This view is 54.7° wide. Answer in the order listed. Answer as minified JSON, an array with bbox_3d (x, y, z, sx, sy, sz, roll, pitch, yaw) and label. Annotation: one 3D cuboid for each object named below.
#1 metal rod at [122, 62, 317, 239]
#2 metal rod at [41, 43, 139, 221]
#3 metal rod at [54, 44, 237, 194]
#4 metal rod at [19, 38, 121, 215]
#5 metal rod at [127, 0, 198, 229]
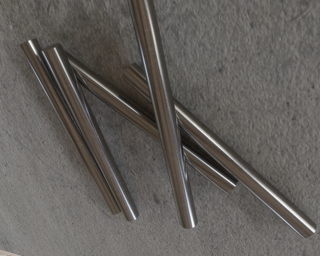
[{"bbox_3d":[0.073,0.028,0.384,0.300,0.025,0.025,42,129,-1],"label":"metal rod"},{"bbox_3d":[-0.089,0.025,0.447,0.025,0.025,0.298,-1,124,28],"label":"metal rod"},{"bbox_3d":[-0.026,-0.013,0.410,0.301,0.025,0.025,37,129,3],"label":"metal rod"},{"bbox_3d":[-0.127,0.010,0.477,0.025,0.025,0.299,-10,114,32],"label":"metal rod"},{"bbox_3d":[0.010,0.000,0.366,0.025,0.025,0.298,1,119,27],"label":"metal rod"}]
